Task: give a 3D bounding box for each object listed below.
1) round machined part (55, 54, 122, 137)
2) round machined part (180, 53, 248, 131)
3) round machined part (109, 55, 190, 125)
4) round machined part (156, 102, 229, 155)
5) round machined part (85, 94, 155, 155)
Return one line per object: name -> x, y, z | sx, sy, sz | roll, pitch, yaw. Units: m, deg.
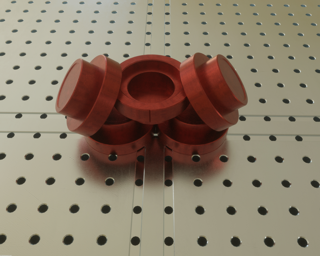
round machined part -> -0.089, -0.042, 0.365 | 0.042, 0.098, 0.098 | 23, 42, -32
round machined part -> 0.070, -0.049, 0.372 | 0.042, 0.098, 0.098 | -29, 42, 30
round machined part -> -0.010, -0.043, 0.376 | 0.099, 0.042, 0.098 | 0, 50, 0
round machined part -> 0.043, -0.016, 0.410 | 0.099, 0.042, 0.098 | 0, 50, 0
round machined part -> -0.055, -0.016, 0.409 | 0.099, 0.042, 0.098 | 0, 50, 0
